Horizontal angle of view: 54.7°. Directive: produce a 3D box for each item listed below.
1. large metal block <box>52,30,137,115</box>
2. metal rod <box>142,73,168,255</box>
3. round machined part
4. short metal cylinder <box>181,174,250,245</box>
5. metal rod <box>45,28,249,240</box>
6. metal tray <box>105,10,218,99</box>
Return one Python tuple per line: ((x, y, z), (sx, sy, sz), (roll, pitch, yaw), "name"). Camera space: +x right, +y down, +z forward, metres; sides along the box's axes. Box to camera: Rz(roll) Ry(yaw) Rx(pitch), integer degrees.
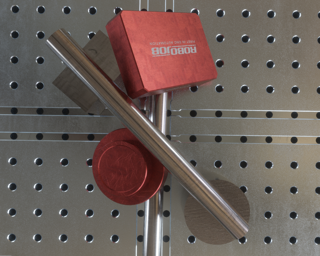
((-0.075, -0.064, 0.386), (0.050, 0.080, 0.080), (41, 90, -1), "large metal block")
((-0.005, 0.020, 0.413), (0.025, 0.025, 0.298), (2, 90, -1), "metal rod")
((-0.042, 0.049, 0.389), (0.098, 0.042, 0.097), (0, 90, 17), "round machined part")
((0.070, 0.103, 0.402), (0.081, 0.050, 0.079), (0, 90, -1), "short metal cylinder")
((-0.007, 0.013, 0.343), (0.025, 0.025, 0.300), (-43, 98, 0), "metal rod")
((0.008, -0.090, 0.372), (0.131, 0.030, 0.090), (-18, 90, -42), "metal tray")
